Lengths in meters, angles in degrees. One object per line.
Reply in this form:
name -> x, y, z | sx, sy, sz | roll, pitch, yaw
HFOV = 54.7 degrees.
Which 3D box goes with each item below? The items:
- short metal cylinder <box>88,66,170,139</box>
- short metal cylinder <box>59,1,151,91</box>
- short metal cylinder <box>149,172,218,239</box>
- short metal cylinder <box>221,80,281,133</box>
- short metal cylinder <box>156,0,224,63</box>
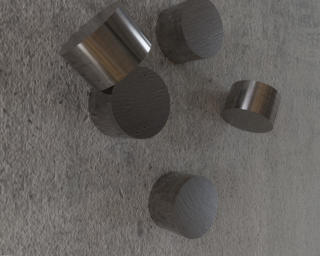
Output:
short metal cylinder -> -0.035, -0.028, 0.359 | 0.081, 0.050, 0.080 | 0, 90, -40
short metal cylinder -> -0.056, -0.084, 0.321 | 0.050, 0.080, 0.080 | 48, 61, -29
short metal cylinder -> 0.032, 0.101, 0.415 | 0.081, 0.050, 0.080 | 0, 90, -40
short metal cylinder -> 0.144, -0.032, 0.489 | 0.080, 0.080, 0.050 | 35, 69, -35
short metal cylinder -> 0.041, -0.131, 0.422 | 0.081, 0.050, 0.080 | 0, 90, -40
